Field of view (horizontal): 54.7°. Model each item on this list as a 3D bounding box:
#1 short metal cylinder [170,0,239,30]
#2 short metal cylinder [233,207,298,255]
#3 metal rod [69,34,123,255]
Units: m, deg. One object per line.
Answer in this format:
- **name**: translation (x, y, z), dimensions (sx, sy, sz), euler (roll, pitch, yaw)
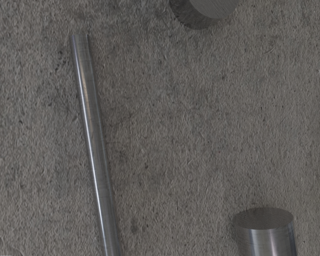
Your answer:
- **short metal cylinder**: translation (0.059, -0.180, 0.418), dimensions (0.081, 0.050, 0.080), euler (0, 90, -20)
- **short metal cylinder**: translation (0.147, 0.150, 0.435), dimensions (0.081, 0.080, 0.050), euler (-11, 94, -20)
- **metal rod**: translation (-0.076, 0.038, 0.381), dimensions (0.025, 0.025, 0.298), euler (-9, 93, -20)
